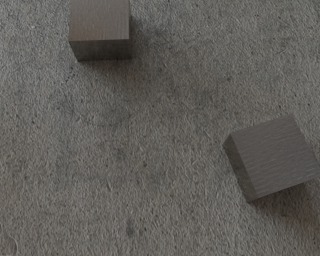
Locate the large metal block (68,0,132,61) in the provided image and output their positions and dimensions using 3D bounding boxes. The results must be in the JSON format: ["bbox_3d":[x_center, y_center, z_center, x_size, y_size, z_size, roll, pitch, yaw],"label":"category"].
[{"bbox_3d":[-0.083,-0.146,0.447,0.081,0.050,0.080,-2,70,-1],"label":"large metal block"}]

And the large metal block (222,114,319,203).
[{"bbox_3d":[0.134,0.038,0.382,0.080,0.050,0.080,-17,71,-6],"label":"large metal block"}]
